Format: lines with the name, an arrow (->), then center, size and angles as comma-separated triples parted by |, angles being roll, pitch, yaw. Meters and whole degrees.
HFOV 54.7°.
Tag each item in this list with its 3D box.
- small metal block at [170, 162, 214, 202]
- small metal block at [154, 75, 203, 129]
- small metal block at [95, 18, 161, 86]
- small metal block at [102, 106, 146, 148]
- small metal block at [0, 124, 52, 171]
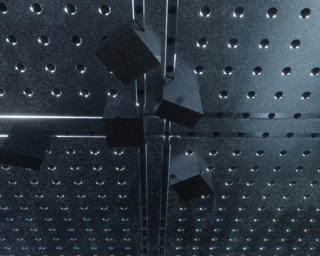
small metal block -> 0.050, 0.085, 0.485 | 0.050, 0.025, 0.050 | -25, 126, 19
small metal block -> 0.021, -0.031, 0.369 | 0.050, 0.050, 0.025 | 20, 127, -16
small metal block -> -0.034, -0.082, 0.341 | 0.050, 0.025, 0.050 | -29, 125, 22
small metal block -> -0.046, -0.001, 0.410 | 0.050, 0.025, 0.050 | -2, 130, 1
small metal block -> -0.178, 0.026, 0.415 | 0.050, 0.050, 0.025 | 15, 129, -13
